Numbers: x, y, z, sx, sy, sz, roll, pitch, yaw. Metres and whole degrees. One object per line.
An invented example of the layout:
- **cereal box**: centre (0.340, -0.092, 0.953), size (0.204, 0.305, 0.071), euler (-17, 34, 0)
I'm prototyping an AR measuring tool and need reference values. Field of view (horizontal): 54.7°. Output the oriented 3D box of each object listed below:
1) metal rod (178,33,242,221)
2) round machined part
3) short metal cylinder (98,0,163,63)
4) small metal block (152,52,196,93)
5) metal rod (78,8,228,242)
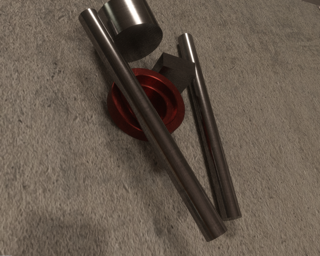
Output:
- **metal rod**: centre (0.066, -0.019, 0.452), size (0.025, 0.025, 0.299), euler (4, 60, -27)
- **round machined part**: centre (-0.021, -0.026, 0.399), size (0.099, 0.042, 0.098), euler (14, 56, -21)
- **short metal cylinder**: centre (-0.043, -0.135, 0.429), size (0.081, 0.080, 0.050), euler (-12, 68, -33)
- **small metal block**: centre (0.017, -0.076, 0.445), size (0.050, 0.050, 0.025), euler (14, 56, -21)
- **metal rod**: centre (-0.016, -0.015, 0.351), size (0.025, 0.025, 0.299), euler (-21, 73, -36)
